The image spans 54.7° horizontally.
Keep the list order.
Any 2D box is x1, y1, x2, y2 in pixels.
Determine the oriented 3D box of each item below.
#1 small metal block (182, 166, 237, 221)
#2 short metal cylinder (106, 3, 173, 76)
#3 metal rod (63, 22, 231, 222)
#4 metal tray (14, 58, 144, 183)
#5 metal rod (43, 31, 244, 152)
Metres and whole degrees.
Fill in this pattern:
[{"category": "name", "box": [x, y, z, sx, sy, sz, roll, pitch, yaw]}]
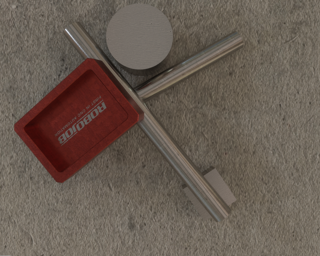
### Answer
[{"category": "small metal block", "box": [0.064, 0.086, 0.412, 0.050, 0.025, 0.050, -34, 90, 0]}, {"category": "short metal cylinder", "box": [-0.025, -0.110, 0.398, 0.081, 0.050, 0.079, 0, 90, -1]}, {"category": "metal rod", "box": [-0.015, -0.007, 0.386, 0.025, 0.025, 0.300, -39, 91, 0]}, {"category": "metal tray", "box": [-0.096, -0.008, 0.369, 0.130, 0.030, 0.090, -39, 90, 11]}, {"category": "metal rod", "box": [-0.027, -0.044, 0.411, 0.301, 0.025, 0.025, -30, 90, -1]}]
